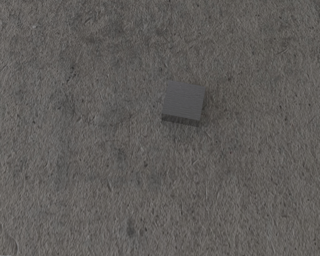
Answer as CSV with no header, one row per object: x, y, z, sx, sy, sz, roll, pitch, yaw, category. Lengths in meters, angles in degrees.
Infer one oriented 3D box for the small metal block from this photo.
0.032,-0.033,0.420,0.050,0.025,0.050,11,70,4,small metal block
